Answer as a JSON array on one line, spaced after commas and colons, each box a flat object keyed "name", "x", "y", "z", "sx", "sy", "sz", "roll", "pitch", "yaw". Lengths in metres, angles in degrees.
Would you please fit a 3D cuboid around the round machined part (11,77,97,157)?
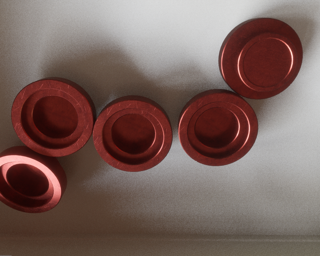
[{"name": "round machined part", "x": -0.130, "y": -0.016, "z": 0.393, "sx": 0.099, "sy": 0.042, "sz": 0.097, "roll": 0, "pitch": 107, "yaw": -1}]

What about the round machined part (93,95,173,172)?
[{"name": "round machined part", "x": -0.034, "y": 0.004, "z": 0.402, "sx": 0.099, "sy": 0.042, "sz": 0.097, "roll": -1, "pitch": 111, "yaw": -2}]

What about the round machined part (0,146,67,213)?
[{"name": "round machined part", "x": -0.174, "y": 0.065, "z": 0.419, "sx": 0.099, "sy": 0.042, "sz": 0.097, "roll": 2, "pitch": 119, "yaw": 4}]

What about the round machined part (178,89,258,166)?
[{"name": "round machined part", "x": 0.072, "y": -0.003, "z": 0.402, "sx": 0.099, "sy": 0.042, "sz": 0.097, "roll": 0, "pitch": 110, "yaw": 0}]

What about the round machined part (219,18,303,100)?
[{"name": "round machined part", "x": 0.123, "y": -0.081, "z": 0.373, "sx": 0.099, "sy": 0.042, "sz": 0.097, "roll": 0, "pitch": 110, "yaw": 0}]
